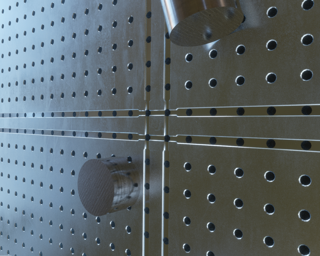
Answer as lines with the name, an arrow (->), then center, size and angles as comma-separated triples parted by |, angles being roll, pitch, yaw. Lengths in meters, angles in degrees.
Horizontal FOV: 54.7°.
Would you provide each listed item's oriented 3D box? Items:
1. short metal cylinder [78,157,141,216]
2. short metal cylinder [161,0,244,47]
short metal cylinder -> -0.075, 0.083, 0.453 | 0.080, 0.050, 0.079 | 0, 90, 39
short metal cylinder -> 0.044, -0.130, 0.336 | 0.080, 0.081, 0.050 | -21, 77, 38
